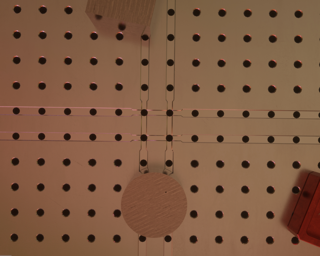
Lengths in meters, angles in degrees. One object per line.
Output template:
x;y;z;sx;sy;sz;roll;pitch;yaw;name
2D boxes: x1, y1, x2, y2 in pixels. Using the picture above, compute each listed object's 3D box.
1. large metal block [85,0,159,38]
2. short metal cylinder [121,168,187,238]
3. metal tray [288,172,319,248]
-0.042;-0.171;0.400;0.080;0.050;0.080;13;90;0;large metal block
-0.007;0.093;0.401;0.081;0.050;0.079;0;90;0;short metal cylinder
0.252;0.124;0.412;0.131;0.030;0.090;22;90;0;metal tray
